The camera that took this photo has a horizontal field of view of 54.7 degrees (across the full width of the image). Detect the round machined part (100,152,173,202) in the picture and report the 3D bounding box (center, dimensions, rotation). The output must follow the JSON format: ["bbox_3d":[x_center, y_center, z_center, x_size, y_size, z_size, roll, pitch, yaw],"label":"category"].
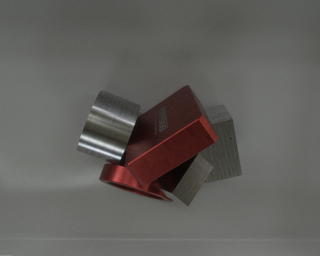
[{"bbox_3d":[-0.025,0.062,0.403,0.099,0.098,0.042,19,74,-8],"label":"round machined part"}]

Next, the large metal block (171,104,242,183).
[{"bbox_3d":[0.054,0.023,0.398,0.080,0.050,0.080,-13,114,4],"label":"large metal block"}]

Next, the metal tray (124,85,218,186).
[{"bbox_3d":[0.009,0.001,0.354,0.090,0.130,0.030,-33,108,11],"label":"metal tray"}]

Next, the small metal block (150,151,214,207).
[{"bbox_3d":[0.023,0.053,0.344,0.025,0.050,0.050,43,73,-21],"label":"small metal block"}]

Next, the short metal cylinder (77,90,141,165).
[{"bbox_3d":[-0.062,0.000,0.379,0.050,0.080,0.079,21,109,-8],"label":"short metal cylinder"}]
